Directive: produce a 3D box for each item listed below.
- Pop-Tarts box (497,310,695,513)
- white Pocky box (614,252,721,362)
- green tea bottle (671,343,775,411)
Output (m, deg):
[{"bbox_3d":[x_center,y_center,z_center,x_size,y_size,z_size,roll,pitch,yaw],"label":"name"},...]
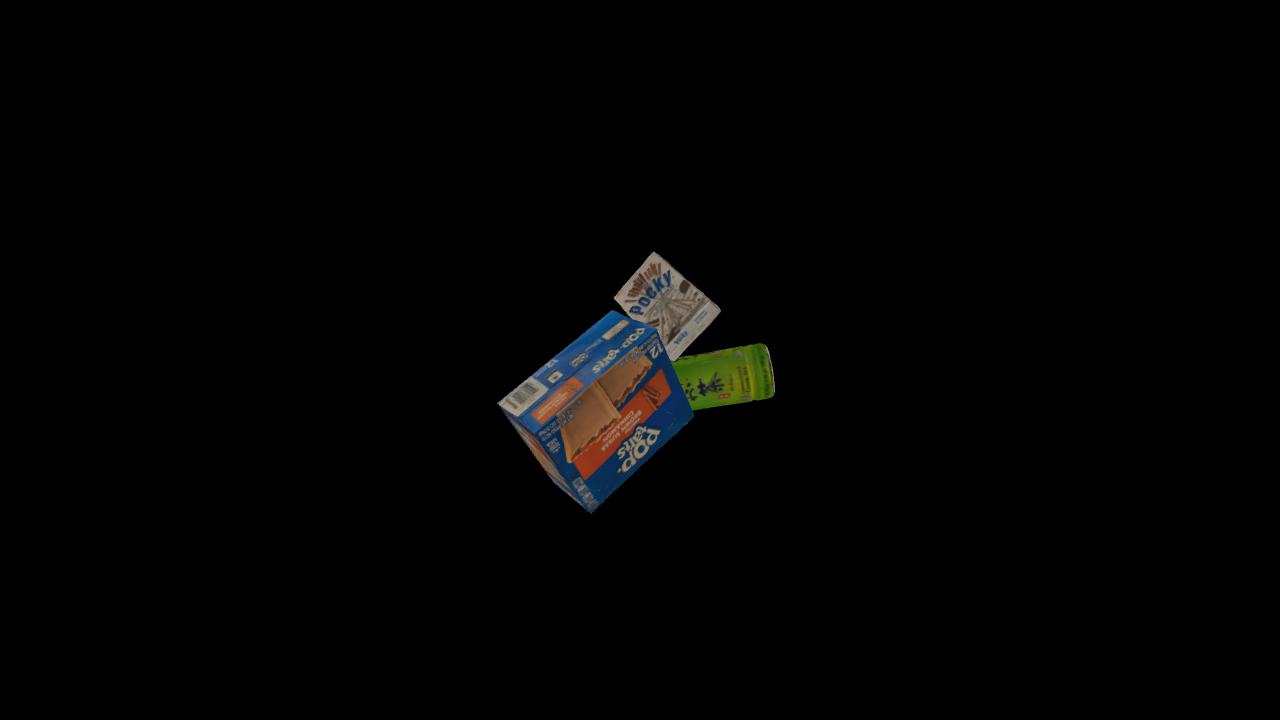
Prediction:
[{"bbox_3d":[-0.042,0.055,0.674,0.167,0.141,0.083,-40,40,-19],"label":"Pop-Tarts box"},{"bbox_3d":[0.029,-0.069,0.750,0.028,0.084,0.154,36,10,-38],"label":"white Pocky box"},{"bbox_3d":[0.055,0.030,0.754,0.212,0.073,0.073,-12,-1,5],"label":"green tea bottle"}]
